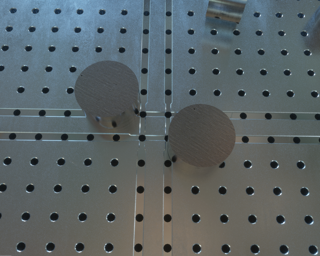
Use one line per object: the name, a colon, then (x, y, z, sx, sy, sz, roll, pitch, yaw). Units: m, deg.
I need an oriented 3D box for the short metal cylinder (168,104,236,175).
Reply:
short metal cylinder: (0.050, 0.016, 0.393, 0.081, 0.050, 0.080, 0, 70, -1)

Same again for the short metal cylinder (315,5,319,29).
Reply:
short metal cylinder: (0.287, -0.179, 0.468, 0.081, 0.050, 0.080, 0, 70, 0)

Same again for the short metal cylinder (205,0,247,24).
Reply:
short metal cylinder: (0.102, -0.199, 0.457, 0.050, 0.080, 0.080, 14, 71, 4)

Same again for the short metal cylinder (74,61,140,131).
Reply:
short metal cylinder: (-0.067, -0.042, 0.413, 0.081, 0.050, 0.080, 0, 70, 0)
